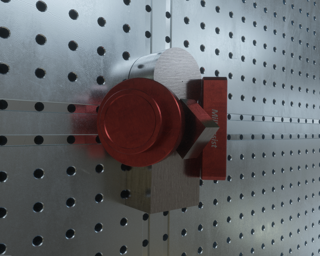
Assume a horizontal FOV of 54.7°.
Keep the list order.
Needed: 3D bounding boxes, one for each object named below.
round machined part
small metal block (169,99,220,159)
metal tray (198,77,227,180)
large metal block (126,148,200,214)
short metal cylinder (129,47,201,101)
[{"bbox_3d":[-0.025,-0.006,0.335,0.042,0.098,0.097,4,87,-73],"label":"round machined part"},{"bbox_3d":[0.034,0.001,0.366,0.025,0.050,0.050,0,133,-43],"label":"small metal block"},{"bbox_3d":[0.070,0.001,0.427,0.030,0.090,0.129,1,89,3],"label":"metal tray"},{"bbox_3d":[0.005,0.059,0.397,0.081,0.050,0.080,3,88,-40],"label":"large metal block"},{"bbox_3d":[0.008,-0.059,0.398,0.081,0.050,0.080,0,90,-40],"label":"short metal cylinder"}]
